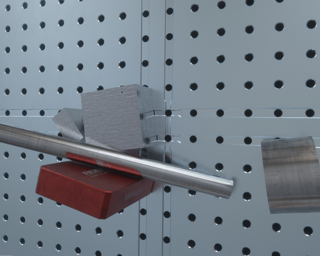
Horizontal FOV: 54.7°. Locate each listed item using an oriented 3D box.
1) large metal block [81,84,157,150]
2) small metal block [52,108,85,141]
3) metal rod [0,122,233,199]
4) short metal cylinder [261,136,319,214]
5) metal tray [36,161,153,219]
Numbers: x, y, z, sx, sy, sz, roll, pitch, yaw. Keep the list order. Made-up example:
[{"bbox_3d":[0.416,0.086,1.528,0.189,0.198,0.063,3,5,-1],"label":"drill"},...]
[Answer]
[{"bbox_3d":[-0.054,-0.011,0.417,0.080,0.050,0.080,-7,88,19],"label":"large metal block"},{"bbox_3d":[-0.116,0.000,0.439,0.025,0.050,0.050,-39,78,16],"label":"small metal block"},{"bbox_3d":[-0.060,0.039,0.384,0.302,0.025,0.025,14,95,0],"label":"metal rod"},{"bbox_3d":[0.141,0.051,0.334,0.050,0.080,0.080,-8,88,19],"label":"short metal cylinder"},{"bbox_3d":[-0.072,0.066,0.381,0.090,0.130,0.030,16,96,19],"label":"metal tray"}]
